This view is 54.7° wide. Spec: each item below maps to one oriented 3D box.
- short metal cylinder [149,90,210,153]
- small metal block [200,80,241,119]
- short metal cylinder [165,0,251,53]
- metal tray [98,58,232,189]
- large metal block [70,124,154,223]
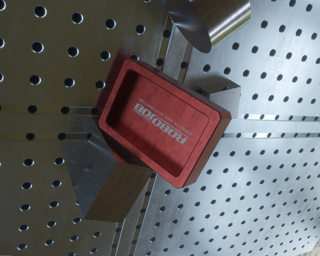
[{"bbox_3d":[0.031,-0.006,0.389,0.080,0.080,0.050,30,101,-38],"label":"short metal cylinder"},{"bbox_3d":[0.083,-0.035,0.435,0.050,0.025,0.050,-15,125,-20],"label":"small metal block"},{"bbox_3d":[0.048,-0.126,0.324,0.050,0.080,0.080,-37,129,-3],"label":"short metal cylinder"},{"bbox_3d":[0.000,-0.008,0.338,0.030,0.130,0.089,-4,124,-58],"label":"metal tray"},{"bbox_3d":[-0.062,0.055,0.376,0.050,0.080,0.080,19,108,-36],"label":"large metal block"}]
